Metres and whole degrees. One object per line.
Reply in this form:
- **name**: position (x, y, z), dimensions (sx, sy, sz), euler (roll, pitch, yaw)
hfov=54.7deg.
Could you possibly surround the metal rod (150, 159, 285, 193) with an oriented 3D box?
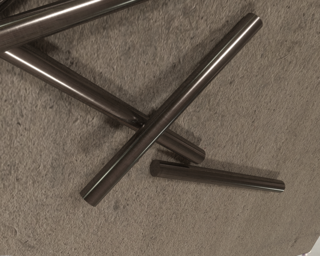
- **metal rod**: position (0.114, 0.086, 0.524), dimensions (0.302, 0.025, 0.025), euler (13, 111, -34)

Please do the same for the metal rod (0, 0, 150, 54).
- **metal rod**: position (-0.053, -0.118, 0.288), dimensions (0.302, 0.025, 0.025), euler (-27, 128, -18)

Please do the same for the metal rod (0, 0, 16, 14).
- **metal rod**: position (-0.122, -0.127, 0.261), dimensions (0.300, 0.025, 0.025), euler (-42, 130, 0)

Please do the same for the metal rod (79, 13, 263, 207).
- **metal rod**: position (0.018, -0.026, 0.375), dimensions (0.300, 0.025, 0.025), euler (-47, 130, -6)

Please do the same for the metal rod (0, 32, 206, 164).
- **metal rod**: position (-0.043, -0.017, 0.373), dimensions (0.301, 0.025, 0.025), euler (31, 101, -38)
